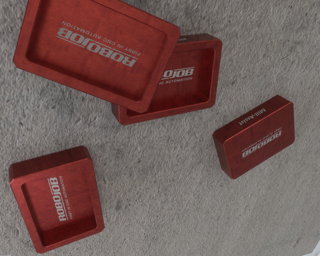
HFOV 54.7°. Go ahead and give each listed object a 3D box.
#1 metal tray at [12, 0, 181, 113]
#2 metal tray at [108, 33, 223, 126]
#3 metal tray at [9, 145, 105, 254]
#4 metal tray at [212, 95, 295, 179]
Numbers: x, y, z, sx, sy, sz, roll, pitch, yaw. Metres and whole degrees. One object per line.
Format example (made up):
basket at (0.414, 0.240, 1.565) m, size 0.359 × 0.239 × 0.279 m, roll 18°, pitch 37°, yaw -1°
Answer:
metal tray at (-0.058, -0.078, 0.292) m, size 0.131 × 0.030 × 0.089 m, roll 20°, pitch 109°, yaw -13°
metal tray at (0.008, -0.060, 0.370) m, size 0.131 × 0.030 × 0.089 m, roll -12°, pitch 124°, yaw -22°
metal tray at (-0.125, 0.092, 0.392) m, size 0.091 × 0.030 × 0.129 m, roll -15°, pitch 125°, yaw -20°
metal tray at (0.154, 0.015, 0.497) m, size 0.131 × 0.030 × 0.090 m, roll -29°, pitch 129°, yaw -10°
